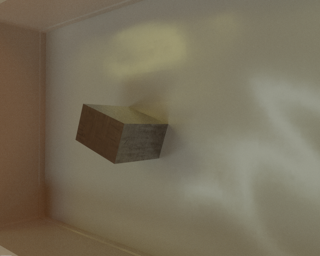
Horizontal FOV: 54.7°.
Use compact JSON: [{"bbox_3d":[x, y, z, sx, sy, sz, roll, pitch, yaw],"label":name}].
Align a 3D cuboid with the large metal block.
[{"bbox_3d":[-0.050,0.005,0.410,0.080,0.081,0.050,24,105,37],"label":"large metal block"}]
